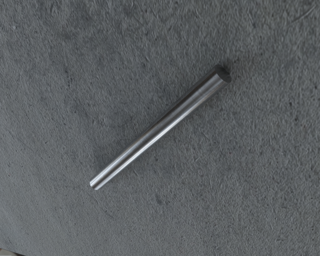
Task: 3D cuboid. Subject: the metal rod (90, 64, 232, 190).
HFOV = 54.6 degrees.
[{"bbox_3d":[-0.019,0.017,0.430,0.025,0.025,0.299,46,129,-4],"label":"metal rod"}]
